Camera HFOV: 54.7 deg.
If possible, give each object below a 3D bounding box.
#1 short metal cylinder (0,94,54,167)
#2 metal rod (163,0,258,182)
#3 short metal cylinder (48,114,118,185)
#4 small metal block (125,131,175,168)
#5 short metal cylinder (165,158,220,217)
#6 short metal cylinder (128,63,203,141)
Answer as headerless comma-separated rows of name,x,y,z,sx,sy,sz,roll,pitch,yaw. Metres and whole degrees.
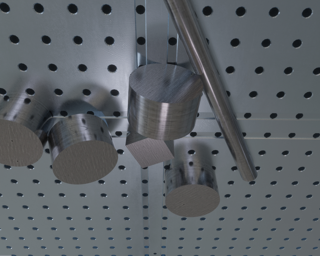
short metal cylinder,-0.184,0.004,0.397,0.081,0.050,0.079,0,130,0
metal rod,0.074,-0.031,0.385,0.025,0.025,0.299,-20,128,15
short metal cylinder,-0.100,0.028,0.402,0.081,0.050,0.079,-15,136,-15
small metal block,-0.013,0.025,0.433,0.050,0.025,0.050,-20,128,15
short metal cylinder,0.048,0.092,0.475,0.081,0.050,0.079,0,130,0
short metal cylinder,0.004,-0.031,0.349,0.081,0.080,0.050,4,130,-4
